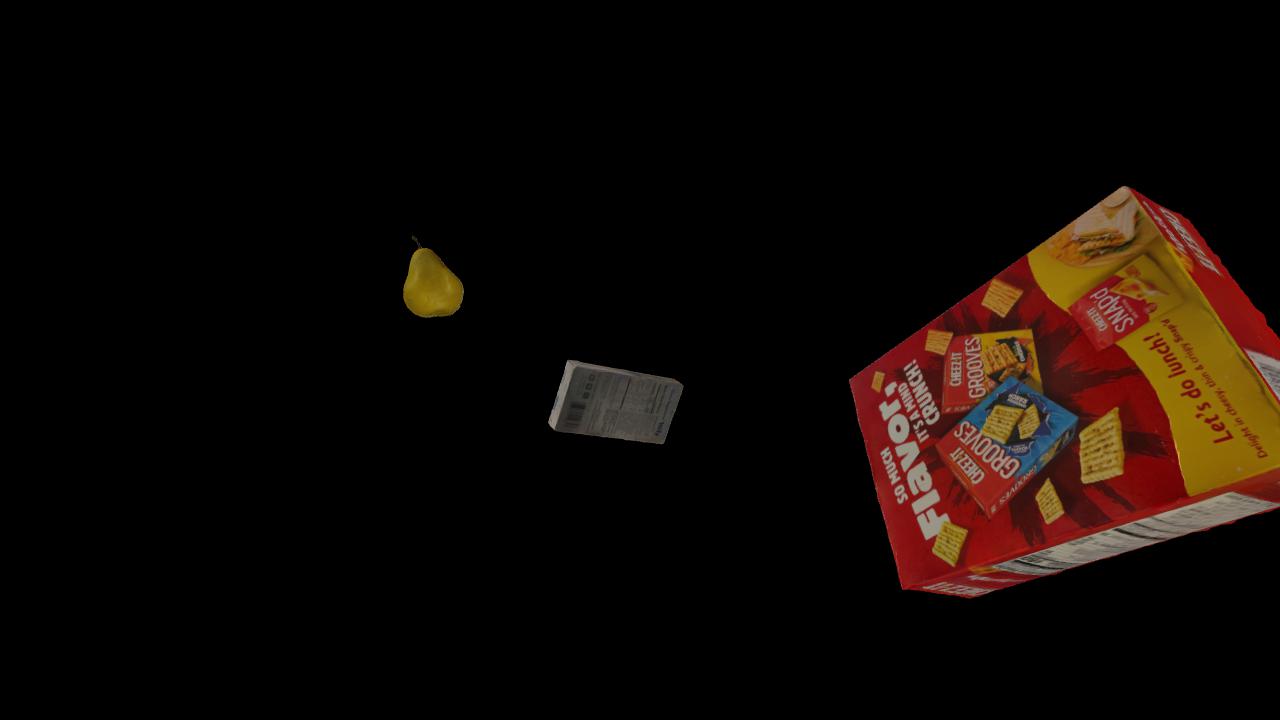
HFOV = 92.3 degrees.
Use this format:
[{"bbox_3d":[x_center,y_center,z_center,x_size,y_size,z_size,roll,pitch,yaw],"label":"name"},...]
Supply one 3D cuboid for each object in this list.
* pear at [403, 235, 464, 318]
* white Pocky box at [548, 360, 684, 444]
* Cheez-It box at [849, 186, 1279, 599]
[{"bbox_3d":[-0.287,-0.115,0.847,0.080,0.111,0.080,-7,-1,0],"label":"pear"},{"bbox_3d":[-0.026,0.052,0.735,0.154,0.084,0.028,11,14,-32],"label":"white Pocky box"},{"bbox_3d":[0.241,0.035,0.375,0.071,0.166,0.223,15,-38,-21],"label":"Cheez-It box"}]
